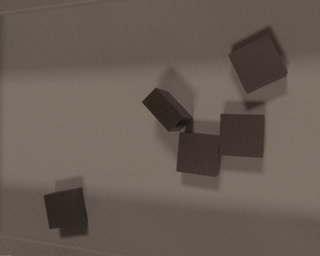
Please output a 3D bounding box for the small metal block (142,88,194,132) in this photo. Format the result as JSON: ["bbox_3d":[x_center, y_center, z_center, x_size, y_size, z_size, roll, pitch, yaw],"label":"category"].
[{"bbox_3d":[0.011,-0.022,0.393,0.025,0.050,0.050,-45,76,14],"label":"small metal block"}]

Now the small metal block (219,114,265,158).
[{"bbox_3d":[0.100,0.009,0.375,0.050,0.025,0.050,2,91,19],"label":"small metal block"}]

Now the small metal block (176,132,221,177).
[{"bbox_3d":[0.050,0.032,0.392,0.050,0.025,0.050,6,92,19],"label":"small metal block"}]

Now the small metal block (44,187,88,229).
[{"bbox_3d":[-0.139,0.118,0.458,0.050,0.025,0.050,-13,86,19],"label":"small metal block"}]

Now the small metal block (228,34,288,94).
[{"bbox_3d":[0.116,-0.075,0.369,0.050,0.025,0.050,-25,82,18],"label":"small metal block"}]
